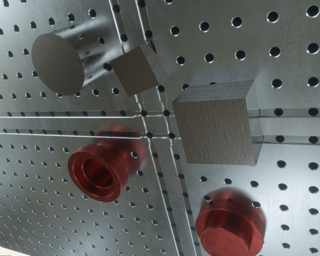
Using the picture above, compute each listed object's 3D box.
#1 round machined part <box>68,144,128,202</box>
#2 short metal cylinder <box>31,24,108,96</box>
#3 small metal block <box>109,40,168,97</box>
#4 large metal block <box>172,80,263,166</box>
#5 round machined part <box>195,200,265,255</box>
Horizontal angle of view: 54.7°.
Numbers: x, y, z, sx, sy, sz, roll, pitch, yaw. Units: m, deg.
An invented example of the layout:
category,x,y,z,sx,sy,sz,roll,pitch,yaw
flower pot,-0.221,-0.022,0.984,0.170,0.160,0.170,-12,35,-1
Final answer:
category,x,y,z,sx,sy,sz,roll,pitch,yaw
round machined part,-0.093,0.066,0.490,0.098,0.042,0.097,13,124,21
short metal cylinder,-0.116,-0.088,0.402,0.080,0.050,0.079,13,124,21
small metal block,-0.026,-0.072,0.381,0.050,0.025,0.050,-17,110,35
large metal block,0.069,-0.005,0.356,0.080,0.050,0.080,-2,118,29
round machined part,0.097,0.154,0.445,0.098,0.042,0.097,13,124,21
